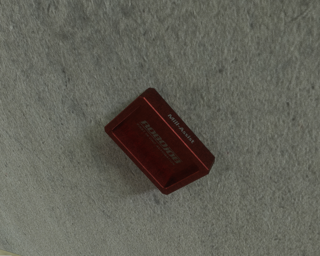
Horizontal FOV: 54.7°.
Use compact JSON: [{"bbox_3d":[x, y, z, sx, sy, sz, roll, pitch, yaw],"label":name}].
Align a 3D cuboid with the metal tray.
[{"bbox_3d":[-0.002,0.021,0.416,0.130,0.030,0.090,48,128,-6],"label":"metal tray"}]
